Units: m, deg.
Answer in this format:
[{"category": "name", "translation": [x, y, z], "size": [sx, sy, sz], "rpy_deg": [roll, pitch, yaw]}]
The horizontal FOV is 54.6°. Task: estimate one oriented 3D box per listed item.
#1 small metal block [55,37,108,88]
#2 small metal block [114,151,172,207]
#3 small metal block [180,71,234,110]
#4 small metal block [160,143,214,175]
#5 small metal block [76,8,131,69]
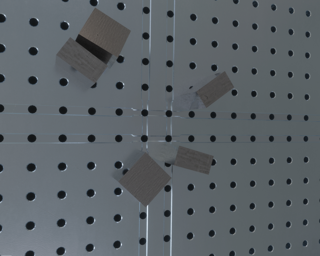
[{"category": "small metal block", "translation": [-0.093, -0.075, 0.365], "size": [0.050, 0.050, 0.025], "rpy_deg": [37, 79, -16]}, {"category": "small metal block", "translation": [-0.022, 0.066, 0.404], "size": [0.050, 0.025, 0.050], "rpy_deg": [47, 76, -14]}, {"category": "small metal block", "translation": [0.063, -0.050, 0.422], "size": [0.050, 0.050, 0.025], "rpy_deg": [-36, 102, -16]}, {"category": "small metal block", "translation": [0.034, 0.041, 0.412], "size": [0.050, 0.050, 0.025], "rpy_deg": [18, 84, -19]}, {"category": "small metal block", "translation": [-0.070, -0.109, 0.377], "size": [0.050, 0.025, 0.050], "rpy_deg": [29, 55, -18]}]
